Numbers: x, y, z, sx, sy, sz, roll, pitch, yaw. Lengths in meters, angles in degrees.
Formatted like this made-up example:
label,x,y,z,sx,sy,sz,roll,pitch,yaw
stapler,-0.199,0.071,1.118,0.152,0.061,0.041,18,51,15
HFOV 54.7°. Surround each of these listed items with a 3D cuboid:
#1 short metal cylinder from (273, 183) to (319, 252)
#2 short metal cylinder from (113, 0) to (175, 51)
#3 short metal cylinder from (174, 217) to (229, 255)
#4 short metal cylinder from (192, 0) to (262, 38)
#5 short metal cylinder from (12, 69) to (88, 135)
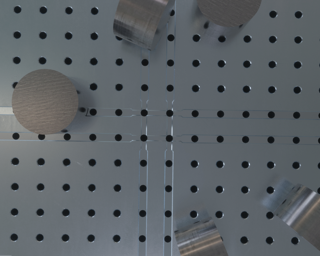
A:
label,x,y,z,sx,sy,sz,roll,pitch,yaw
short metal cylinder,0.191,0.115,0.387,0.080,0.080,0.050,40,90,0
short metal cylinder,-0.018,-0.143,0.385,0.050,0.080,0.080,24,90,0
short metal cylinder,0.056,0.158,0.386,0.050,0.080,0.080,-21,90,0
short metal cylinder,0.084,-0.163,0.401,0.081,0.050,0.079,0,90,0
short metal cylinder,-0.139,-0.032,0.400,0.081,0.050,0.079,0,90,0
